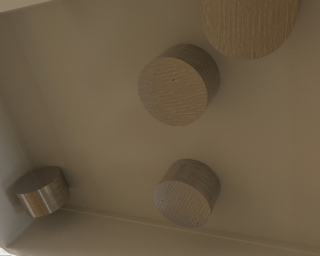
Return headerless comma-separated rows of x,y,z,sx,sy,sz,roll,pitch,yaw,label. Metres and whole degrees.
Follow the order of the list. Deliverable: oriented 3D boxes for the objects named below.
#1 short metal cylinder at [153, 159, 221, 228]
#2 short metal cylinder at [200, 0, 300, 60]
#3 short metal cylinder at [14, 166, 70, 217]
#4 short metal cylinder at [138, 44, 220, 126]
0.038,0.090,0.427,0.080,0.050,0.079,13,124,20,short metal cylinder
0.083,-0.108,0.281,0.080,0.050,0.079,13,124,20,short metal cylinder
-0.207,0.111,0.548,0.080,0.080,0.050,-2,118,29,short metal cylinder
0.022,-0.049,0.350,0.080,0.050,0.079,13,124,20,short metal cylinder
